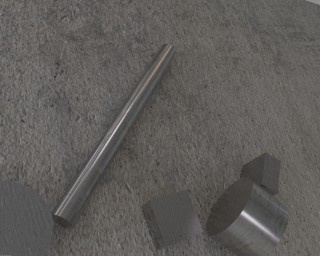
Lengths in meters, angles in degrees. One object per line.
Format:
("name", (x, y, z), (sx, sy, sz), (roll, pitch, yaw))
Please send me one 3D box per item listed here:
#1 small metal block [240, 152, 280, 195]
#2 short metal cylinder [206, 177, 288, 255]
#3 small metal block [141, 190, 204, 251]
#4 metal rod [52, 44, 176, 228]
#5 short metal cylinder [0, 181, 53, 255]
("small metal block", (0.133, 0.068, 0.418), (0.025, 0.050, 0.050), (29, 52, -10))
("short metal cylinder", (0.099, 0.104, 0.358), (0.050, 0.080, 0.080), (38, 51, -3))
("small metal block", (0.013, 0.102, 0.348), (0.050, 0.025, 0.050), (-9, 66, -32))
("metal rod", (-0.041, -0.015, 0.390), (0.025, 0.025, 0.301), (33, 51, -7))
("short metal cylinder", (-0.135, 0.091, 0.259), (0.081, 0.050, 0.080), (14, 56, -21))
